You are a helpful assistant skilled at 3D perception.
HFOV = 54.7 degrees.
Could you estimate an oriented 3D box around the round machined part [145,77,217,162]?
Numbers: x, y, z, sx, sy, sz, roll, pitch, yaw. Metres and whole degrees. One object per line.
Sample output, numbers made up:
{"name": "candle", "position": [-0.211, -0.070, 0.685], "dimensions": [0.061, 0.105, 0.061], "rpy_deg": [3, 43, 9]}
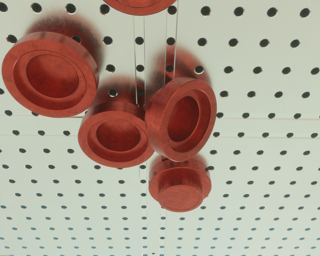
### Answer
{"name": "round machined part", "position": [0.021, -0.013, 0.368], "dimensions": [0.042, 0.098, 0.098], "rpy_deg": [22, 146, 42]}

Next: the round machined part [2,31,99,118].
{"name": "round machined part", "position": [-0.117, -0.062, 0.346], "dimensions": [0.099, 0.042, 0.097], "rpy_deg": [-1, 130, 0]}

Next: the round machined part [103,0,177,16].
{"name": "round machined part", "position": [-0.019, -0.148, 0.275], "dimensions": [0.099, 0.042, 0.097], "rpy_deg": [-1, 130, 0]}

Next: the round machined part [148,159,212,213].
{"name": "round machined part", "position": [0.031, 0.095, 0.482], "dimensions": [0.099, 0.042, 0.097], "rpy_deg": [-1, 130, 0]}

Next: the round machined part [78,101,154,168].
{"name": "round machined part", "position": [-0.053, 0.004, 0.403], "dimensions": [0.099, 0.042, 0.097], "rpy_deg": [0, 130, 0]}
